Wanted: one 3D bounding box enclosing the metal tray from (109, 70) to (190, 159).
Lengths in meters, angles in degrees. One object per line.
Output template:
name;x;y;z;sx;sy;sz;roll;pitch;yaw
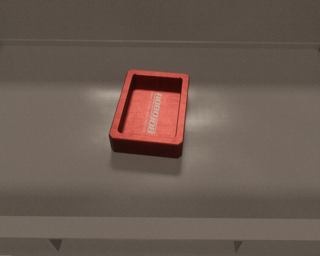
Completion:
metal tray;-0.010;-0.024;0.421;0.091;0.030;0.130;6;50;4
